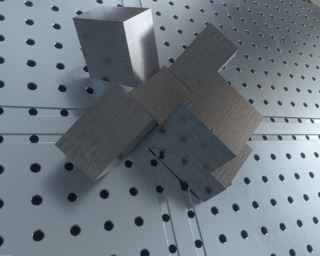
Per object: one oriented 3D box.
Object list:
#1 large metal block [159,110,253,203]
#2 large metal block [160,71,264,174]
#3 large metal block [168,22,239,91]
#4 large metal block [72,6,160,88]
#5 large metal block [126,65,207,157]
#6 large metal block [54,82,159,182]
[{"bbox_3d":[0.060,0.034,0.402,0.080,0.050,0.080,44,50,4],"label":"large metal block"},{"bbox_3d":[0.062,-0.008,0.364,0.080,0.050,0.080,45,50,2],"label":"large metal block"},{"bbox_3d":[0.062,-0.095,0.443,0.050,0.080,0.080,44,11,2],"label":"large metal block"},{"bbox_3d":[-0.052,-0.103,0.388,0.080,0.080,0.050,17,43,31],"label":"large metal block"},{"bbox_3d":[0.002,-0.023,0.407,0.080,0.050,0.080,44,51,2],"label":"large metal block"},{"bbox_3d":[-0.049,0.003,0.324,0.050,0.080,0.080,44,93,3],"label":"large metal block"}]
